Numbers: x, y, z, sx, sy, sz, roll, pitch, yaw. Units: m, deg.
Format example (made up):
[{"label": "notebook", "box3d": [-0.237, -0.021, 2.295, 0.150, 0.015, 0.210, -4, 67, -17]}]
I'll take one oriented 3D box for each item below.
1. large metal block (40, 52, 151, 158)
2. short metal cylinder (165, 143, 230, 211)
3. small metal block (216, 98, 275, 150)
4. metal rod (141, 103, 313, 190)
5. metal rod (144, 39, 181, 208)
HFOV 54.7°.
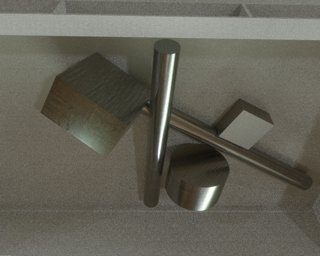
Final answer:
[{"label": "large metal block", "box3d": [-0.064, -0.028, 0.334, 0.080, 0.080, 0.050, 35, 124, -3]}, {"label": "short metal cylinder", "box3d": [0.050, 0.067, 0.431, 0.081, 0.080, 0.050, 5, 130, -5]}, {"label": "small metal block", "box3d": [0.111, -0.004, 0.407, 0.050, 0.025, 0.050, 24, 126, -19]}, {"label": "metal rod", "box3d": [0.100, 0.026, 0.432, 0.302, 0.025, 0.025, 25, 126, -21]}, {"label": "metal rod", "box3d": [-0.004, 0.022, 0.400, 0.025, 0.025, 0.298, 3, 139, -3]}]
